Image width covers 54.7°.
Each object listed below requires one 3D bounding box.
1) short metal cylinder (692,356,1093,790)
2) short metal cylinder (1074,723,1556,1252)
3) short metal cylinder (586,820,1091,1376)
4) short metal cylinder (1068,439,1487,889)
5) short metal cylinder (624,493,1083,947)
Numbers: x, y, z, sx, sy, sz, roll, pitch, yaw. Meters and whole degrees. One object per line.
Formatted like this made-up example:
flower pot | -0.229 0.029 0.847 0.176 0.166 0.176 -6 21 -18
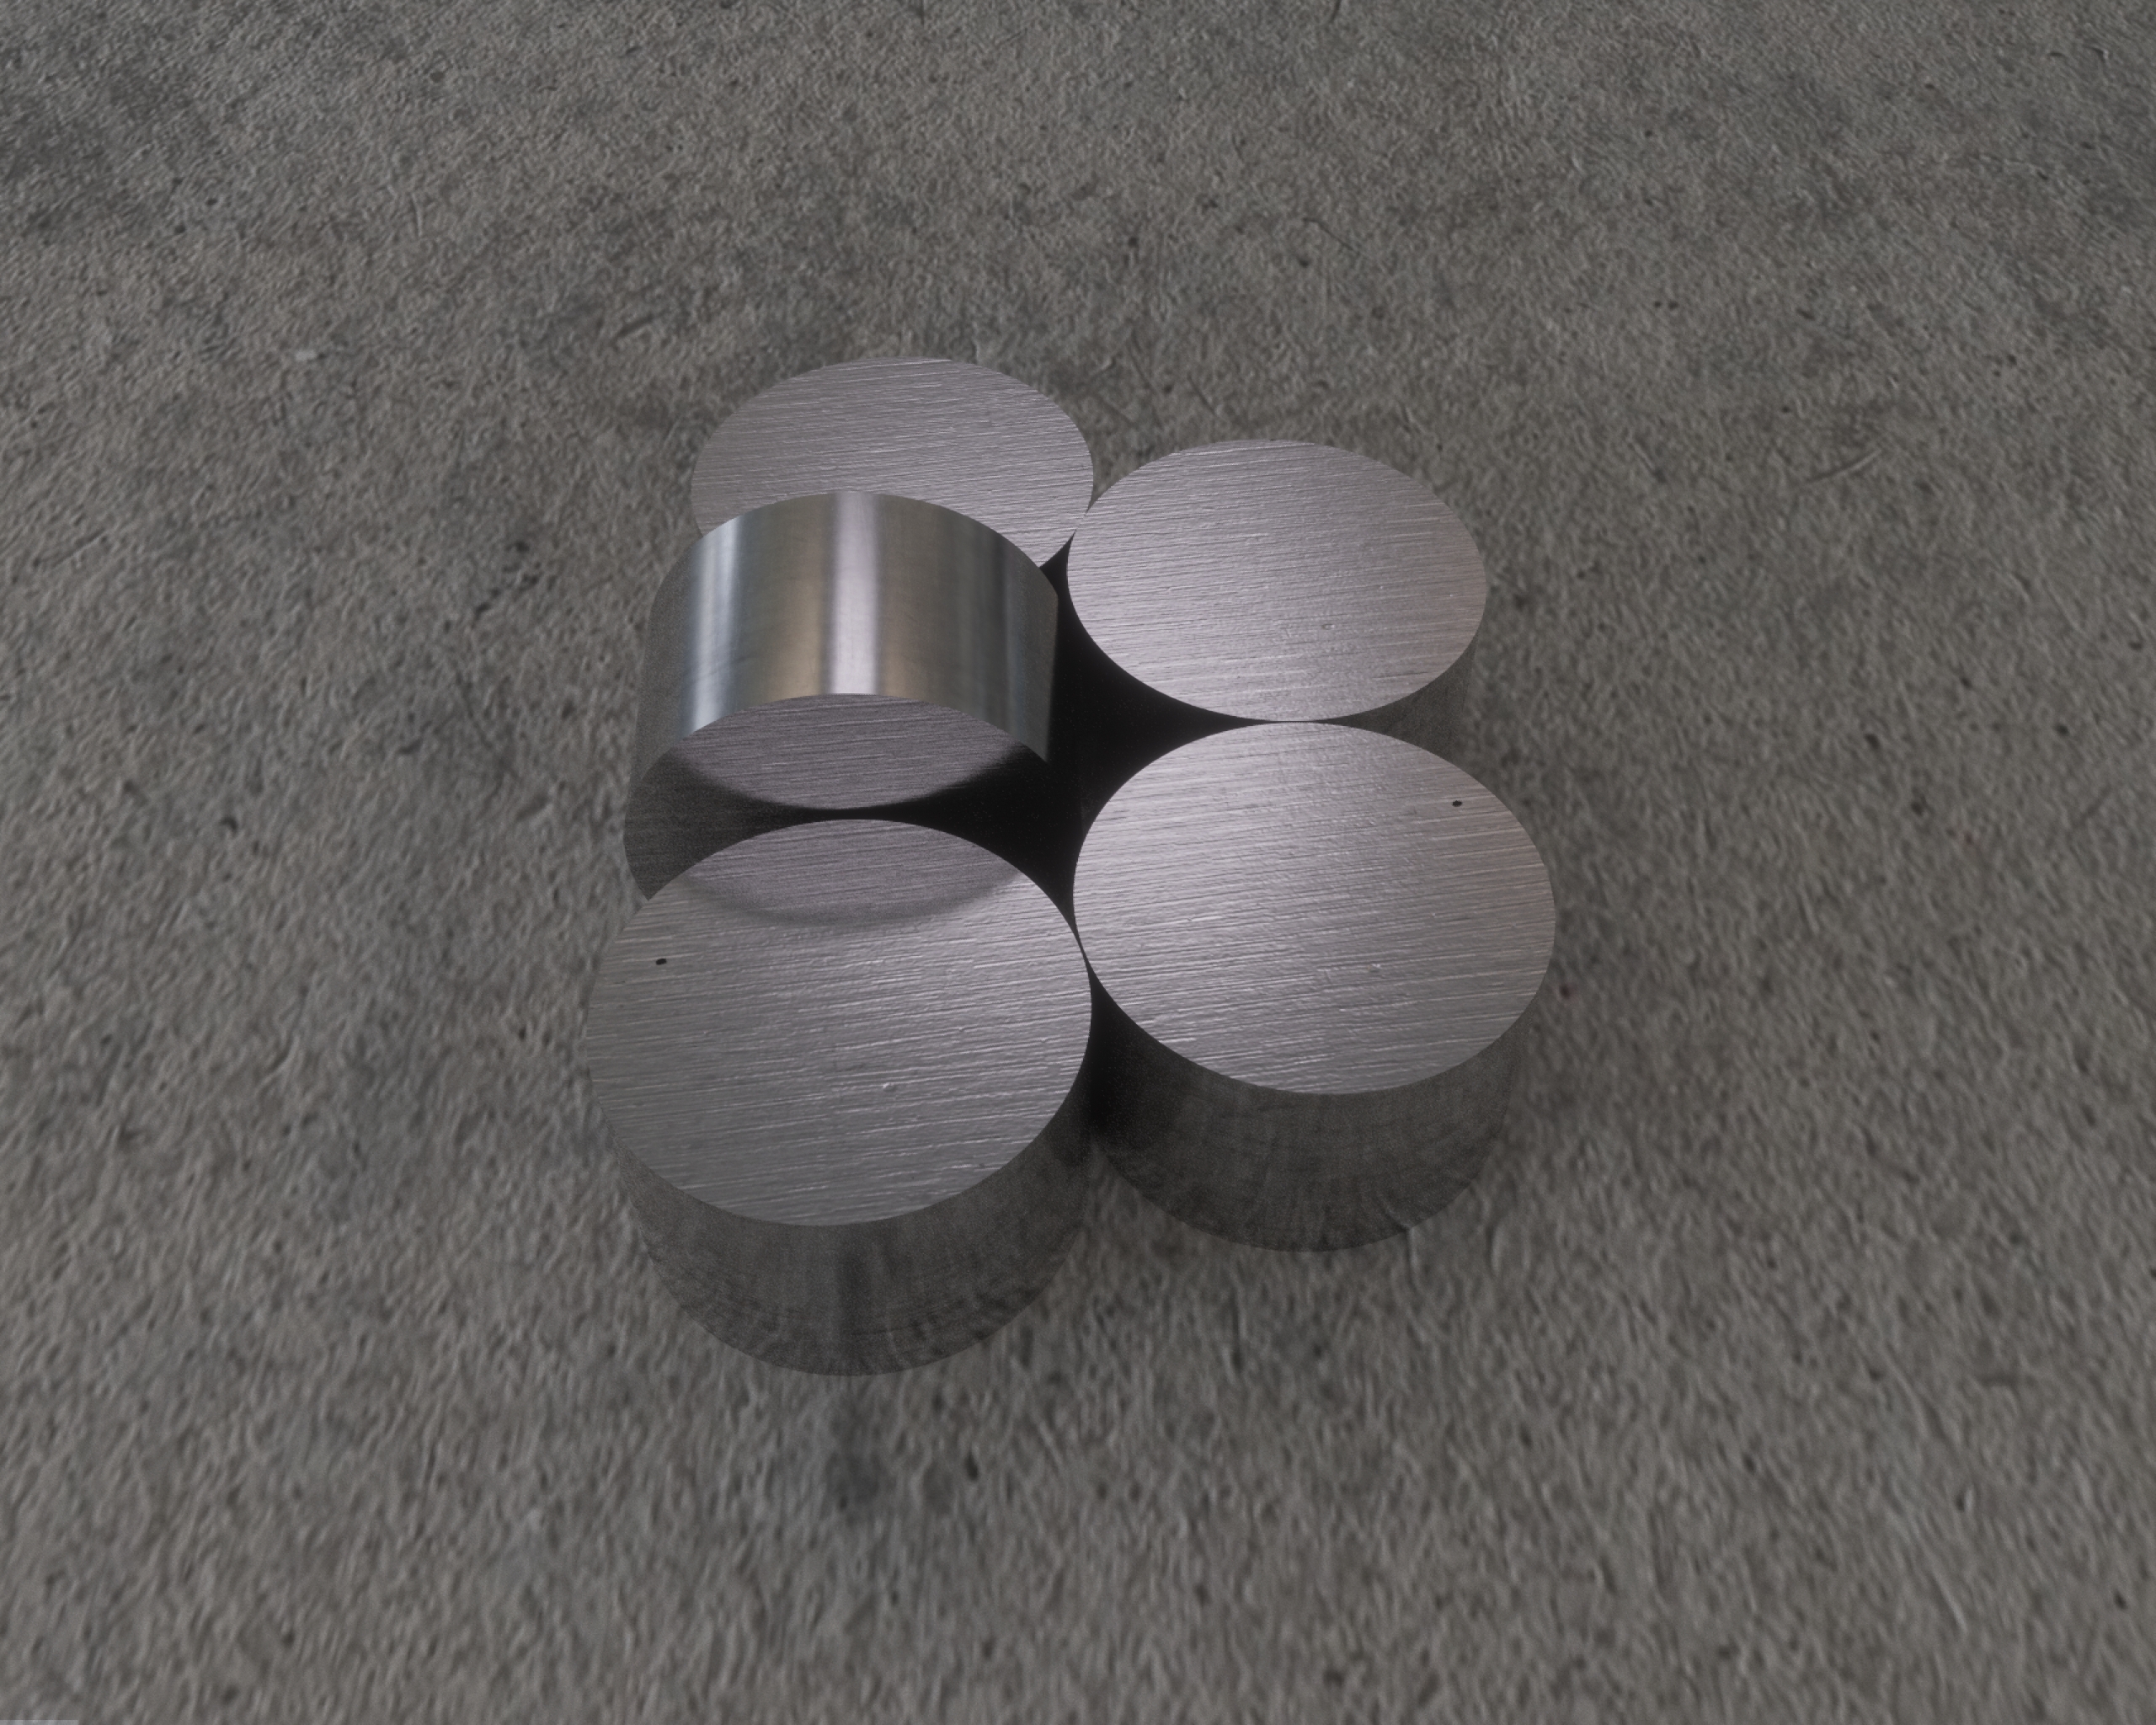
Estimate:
short metal cylinder | -0.037 -0.062 0.438 0.080 0.050 0.080 0 50 0
short metal cylinder | 0.040 0.021 0.369 0.080 0.050 0.080 0 50 0
short metal cylinder | -0.038 0.039 0.354 0.080 0.050 0.080 0 50 0
short metal cylinder | 0.038 -0.040 0.421 0.081 0.050 0.080 0 50 0
short metal cylinder | -0.040 -0.021 0.385 0.081 0.080 0.050 -2 50 -2
